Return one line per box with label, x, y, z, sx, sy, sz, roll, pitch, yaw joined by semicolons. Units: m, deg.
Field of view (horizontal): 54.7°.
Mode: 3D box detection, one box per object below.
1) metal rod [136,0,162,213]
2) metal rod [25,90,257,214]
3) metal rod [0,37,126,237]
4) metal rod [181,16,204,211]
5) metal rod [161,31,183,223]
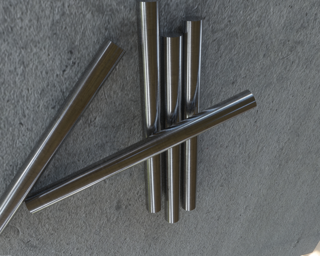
metal rod;-0.011;-0.005;0.397;0.025;0.025;0.298;-14;125;-21
metal rod;-0.022;0.028;0.382;0.301;0.025;0.025;-26;128;-1
metal rod;-0.134;0.030;0.352;0.025;0.025;0.299;29;102;-38
metal rod;0.042;0.002;0.430;0.025;0.025;0.298;-16;125;-20
metal rod;0.017;0.020;0.428;0.025;0.025;0.298;-15;125;-20
